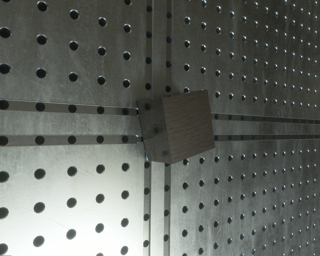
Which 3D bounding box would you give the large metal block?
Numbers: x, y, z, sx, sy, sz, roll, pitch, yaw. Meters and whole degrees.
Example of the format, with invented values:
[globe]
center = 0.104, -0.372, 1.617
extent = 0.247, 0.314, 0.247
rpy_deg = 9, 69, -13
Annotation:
[large metal block]
center = 0.023, -0.004, 0.410
extent = 0.081, 0.050, 0.080
rpy_deg = -16, 100, -39
